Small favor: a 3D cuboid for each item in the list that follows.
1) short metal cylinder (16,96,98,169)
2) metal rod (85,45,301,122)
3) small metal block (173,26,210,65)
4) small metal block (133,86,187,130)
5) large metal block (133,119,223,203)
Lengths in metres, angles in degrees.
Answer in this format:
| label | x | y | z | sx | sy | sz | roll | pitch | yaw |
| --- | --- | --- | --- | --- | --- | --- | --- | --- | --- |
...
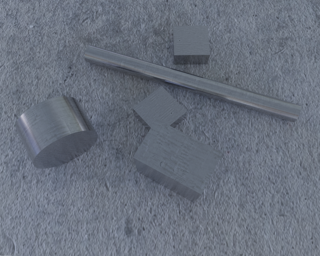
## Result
| label | x | y | z | sx | sy | sz | roll | pitch | yaw |
| --- | --- | --- | --- | --- | --- | --- | --- | --- | --- |
| short metal cylinder | -0.124 | 0.006 | 0.375 | 0.080 | 0.080 | 0.050 | -30 | 73 | -11 |
| metal rod | 0.041 | -0.063 | 0.431 | 0.301 | 0.025 | 0.025 | 17 | 71 | 5 |
| small metal block | 0.045 | -0.121 | 0.453 | 0.050 | 0.025 | 0.050 | -1 | 70 | -1 |
| small metal block | 0.000 | -0.019 | 0.415 | 0.050 | 0.025 | 0.050 | -39 | 75 | -14 |
| large metal block | 0.019 | 0.042 | 0.364 | 0.080 | 0.080 | 0.050 | 27 | 73 | 9 |
